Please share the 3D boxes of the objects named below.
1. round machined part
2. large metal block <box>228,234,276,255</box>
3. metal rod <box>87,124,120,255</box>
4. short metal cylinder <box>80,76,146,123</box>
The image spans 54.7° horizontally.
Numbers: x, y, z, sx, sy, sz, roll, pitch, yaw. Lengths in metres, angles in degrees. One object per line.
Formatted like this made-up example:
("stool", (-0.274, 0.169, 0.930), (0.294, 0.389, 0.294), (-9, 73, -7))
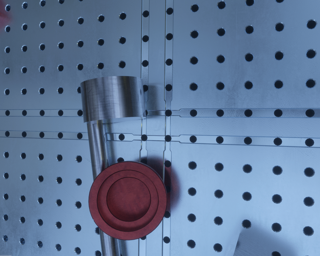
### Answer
("round machined part", (-0.040, 0.092, 0.406), (0.099, 0.042, 0.097), (0, 86, 0))
("large metal block", (0.110, 0.174, 0.344), (0.080, 0.080, 0.050), (28, 99, 17))
("metal rod", (-0.075, 0.127, 0.437), (0.025, 0.025, 0.298), (-8, 87, 19))
("short metal cylinder", (-0.060, -0.035, 0.404), (0.080, 0.080, 0.050), (-6, 88, 19))
